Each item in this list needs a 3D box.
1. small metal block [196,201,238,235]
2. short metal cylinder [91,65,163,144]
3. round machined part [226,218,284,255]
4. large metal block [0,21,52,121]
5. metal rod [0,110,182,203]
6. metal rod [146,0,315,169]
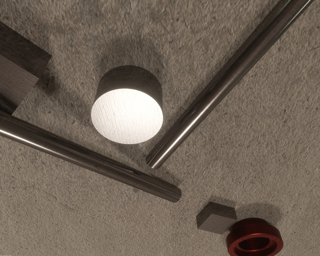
[{"bbox_3d":[0.099,0.159,0.545,0.050,0.025,0.050,18,128,-16],"label":"small metal block"},{"bbox_3d":[-0.037,-0.027,0.367,0.081,0.050,0.079,0,130,0],"label":"short metal cylinder"},{"bbox_3d":[0.171,0.202,0.571,0.099,0.042,0.097,-1,130,0],"label":"round machined part"},{"bbox_3d":[-0.179,-0.064,0.334,0.080,0.050,0.080,34,122,-26],"label":"large metal block"},{"bbox_3d":[-0.079,0.048,0.411,0.025,0.025,0.301,-38,132,27],"label":"metal rod"},{"bbox_3d":[0.070,-0.047,0.367,0.025,0.025,0.298,26,125,-21],"label":"metal rod"}]
